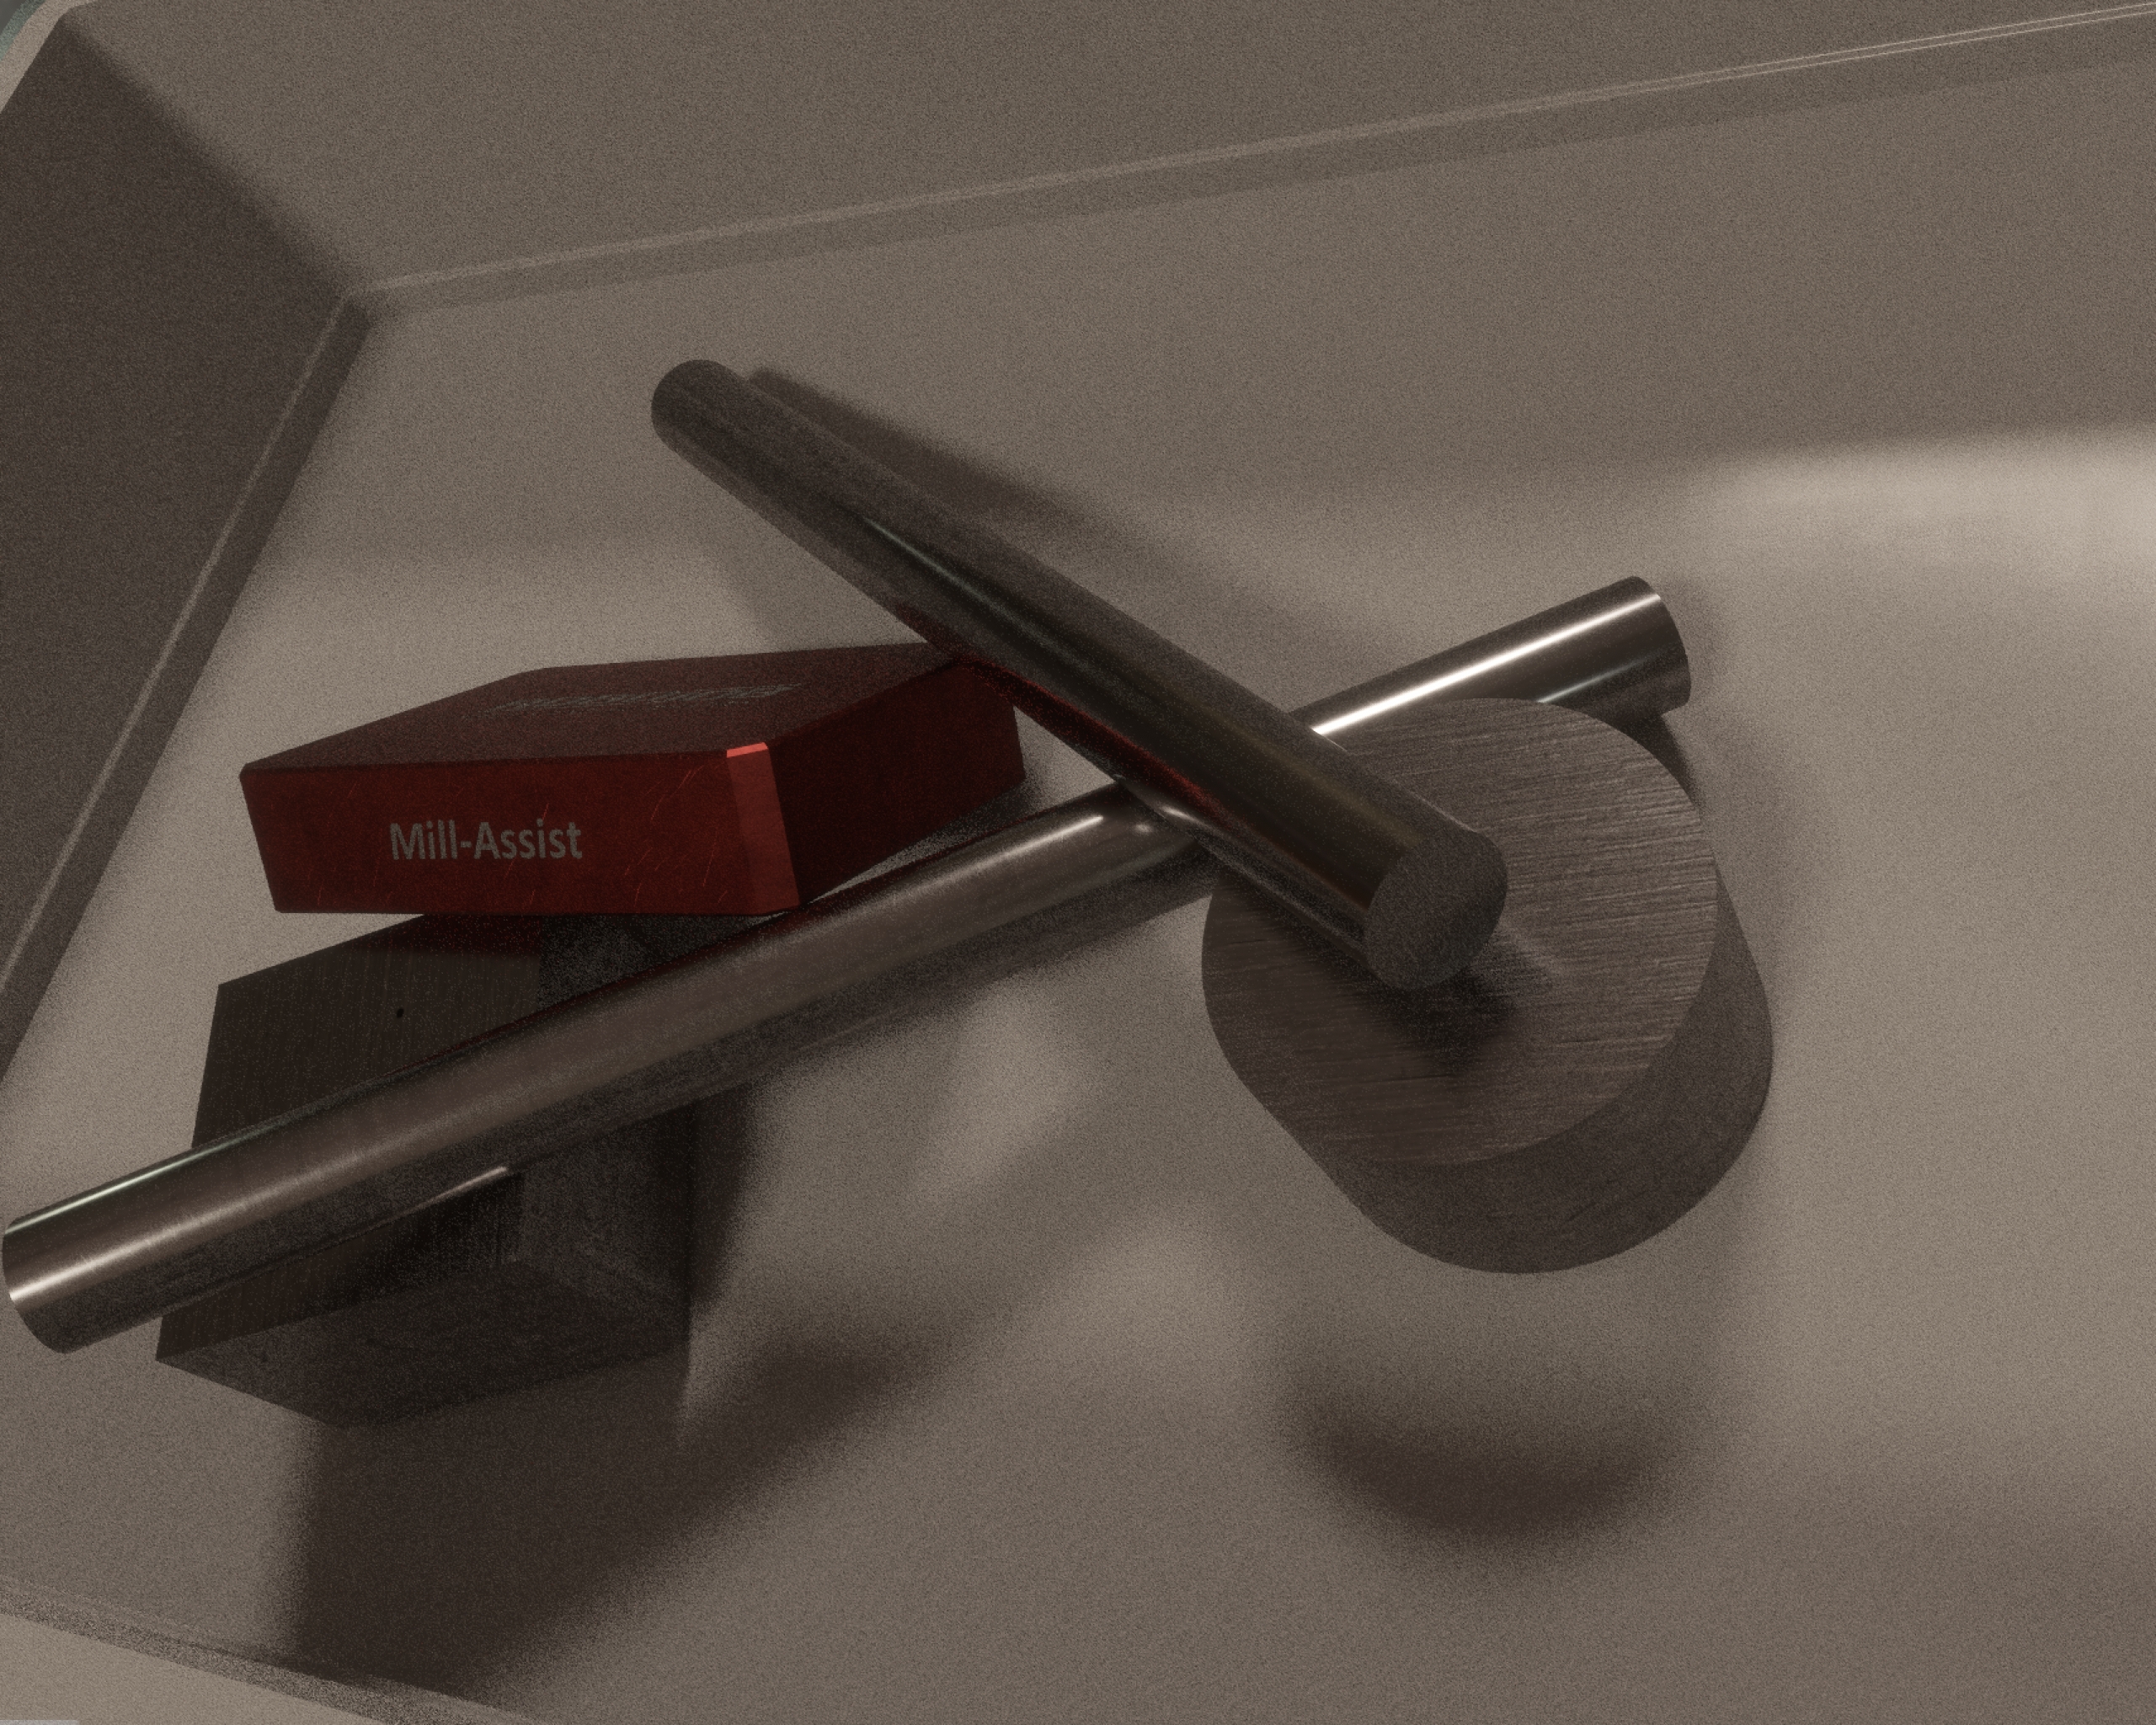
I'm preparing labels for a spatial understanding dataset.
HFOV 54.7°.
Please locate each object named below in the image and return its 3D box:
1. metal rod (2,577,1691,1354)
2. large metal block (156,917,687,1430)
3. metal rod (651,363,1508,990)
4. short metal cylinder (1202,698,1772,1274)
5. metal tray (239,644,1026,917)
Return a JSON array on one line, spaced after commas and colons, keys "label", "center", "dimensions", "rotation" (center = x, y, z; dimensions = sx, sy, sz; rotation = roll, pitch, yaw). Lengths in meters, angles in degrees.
[{"label": "metal rod", "center": [-0.037, 0.016, 0.364], "dimensions": [0.302, 0.025, 0.025], "rotation": [-22, 53, -3]}, {"label": "large metal block", "center": [-0.125, 0.058, 0.412], "dimensions": [0.080, 0.050, 0.080], "rotation": [-18, 55, 17]}, {"label": "metal rod", "center": [-0.022, -0.054, 0.410], "dimensions": [0.025, 0.025, 0.300], "rotation": [-46, 39, -4]}, {"label": "short metal cylinder", "center": [0.067, 0.020, 0.338], "dimensions": [0.080, 0.050, 0.080], "rotation": [-13, 56, 20]}, {"label": "metal tray", "center": [-0.088, -0.018, 0.421], "dimensions": [0.130, 0.030, 0.091], "rotation": [0, 18, 29]}]
